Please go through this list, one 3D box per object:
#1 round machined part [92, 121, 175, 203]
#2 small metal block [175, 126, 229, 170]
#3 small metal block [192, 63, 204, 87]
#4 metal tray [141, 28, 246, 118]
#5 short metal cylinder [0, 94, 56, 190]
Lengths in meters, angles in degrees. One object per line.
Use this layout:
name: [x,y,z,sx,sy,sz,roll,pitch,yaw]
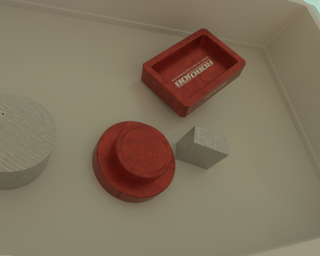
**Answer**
round machined part: [-0.025,0.034,0.362,0.099,0.042,0.098,14,56,-21]
small metal block: [0.054,0.027,0.404,0.050,0.050,0.025,20,54,-17]
small metal block: [0.066,-0.086,0.496,0.050,0.025,0.050,10,57,-23]
metal tray: [0.049,-0.084,0.452,0.131,0.030,0.090,-37,71,-25]
short metal cylinder: [-0.147,0.014,0.302,0.081,0.050,0.080,14,56,-21]
